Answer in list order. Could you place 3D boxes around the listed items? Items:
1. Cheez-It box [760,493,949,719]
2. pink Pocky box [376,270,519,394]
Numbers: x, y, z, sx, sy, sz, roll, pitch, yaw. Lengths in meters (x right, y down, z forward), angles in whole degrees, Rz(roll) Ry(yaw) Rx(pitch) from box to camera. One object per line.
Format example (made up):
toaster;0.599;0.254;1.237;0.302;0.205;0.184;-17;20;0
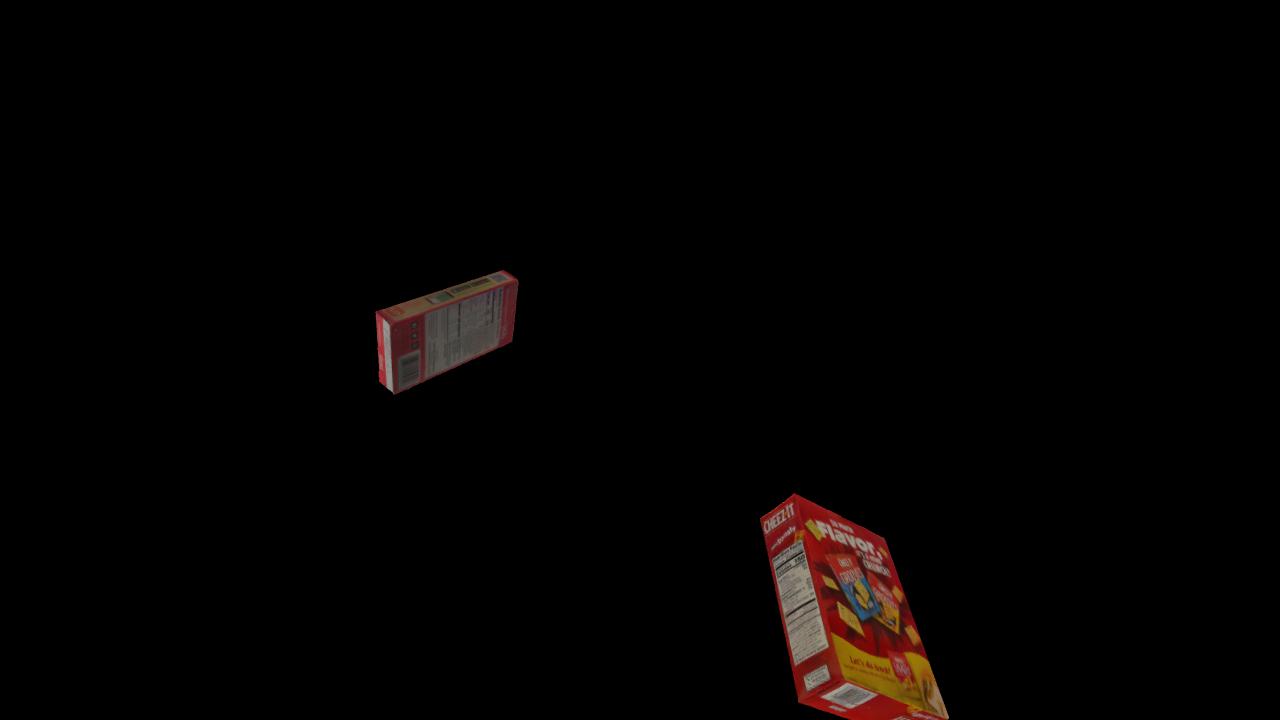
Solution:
Cheez-It box;0.233;0.280;0.695;0.166;0.223;0.071;29;-56;-23
pink Pocky box;-0.192;-0.032;0.627;0.029;0.084;0.155;33;39;24
